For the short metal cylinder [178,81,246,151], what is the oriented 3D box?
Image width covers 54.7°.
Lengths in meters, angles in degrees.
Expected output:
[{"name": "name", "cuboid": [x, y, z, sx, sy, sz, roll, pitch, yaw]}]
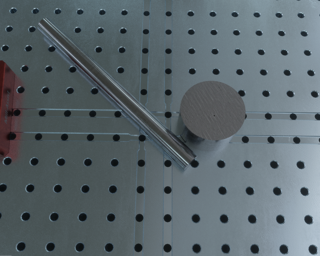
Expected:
[{"name": "short metal cylinder", "cuboid": [0.065, -0.014, 0.405, 0.081, 0.050, 0.080, 0, 70, 0]}]

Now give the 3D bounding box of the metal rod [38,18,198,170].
[{"name": "metal rod", "cuboid": [-0.067, -0.055, 0.430, 0.300, 0.025, 0.025, 43, 75, 14]}]

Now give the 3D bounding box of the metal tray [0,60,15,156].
[{"name": "metal tray", "cuboid": [-0.251, -0.025, 0.415, 0.091, 0.030, 0.129, -5, 70, -2]}]
